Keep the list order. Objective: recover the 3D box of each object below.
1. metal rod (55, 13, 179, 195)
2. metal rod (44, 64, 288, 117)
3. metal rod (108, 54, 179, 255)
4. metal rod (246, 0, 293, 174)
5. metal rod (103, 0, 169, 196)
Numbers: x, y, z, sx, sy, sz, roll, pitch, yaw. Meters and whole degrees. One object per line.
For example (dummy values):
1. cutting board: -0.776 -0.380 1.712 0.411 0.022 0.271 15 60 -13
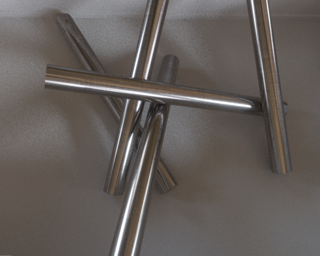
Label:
1. metal rod: -0.067 -0.044 0.424 0.025 0.025 0.299 -30 73 -10
2. metal rod: 0.025 -0.038 0.367 0.302 0.025 0.025 6 69 -21
3. metal rod: -0.009 0.012 0.344 0.025 0.025 0.300 10 47 3
4. metal rod: 0.128 -0.091 0.376 0.025 0.025 0.298 -11 96 -4
5. metal rod: -0.023 -0.066 0.373 0.025 0.025 0.298 14 94 5
